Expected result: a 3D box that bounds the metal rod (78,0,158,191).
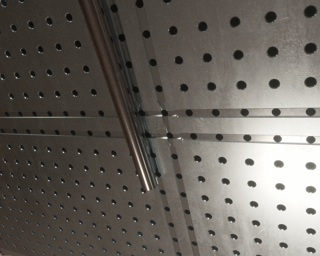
[{"bbox_3d":[-0.052,-0.043,0.410,0.025,0.025,0.298,-2,118,28],"label":"metal rod"}]
